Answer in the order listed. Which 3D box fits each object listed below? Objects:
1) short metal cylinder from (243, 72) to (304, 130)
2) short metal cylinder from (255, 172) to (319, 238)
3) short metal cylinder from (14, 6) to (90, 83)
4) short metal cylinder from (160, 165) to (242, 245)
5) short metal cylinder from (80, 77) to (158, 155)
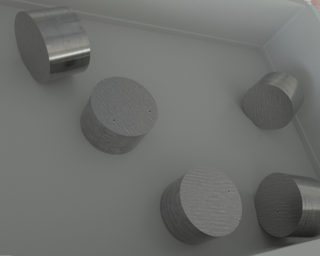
[{"bbox_3d":[0.182,-0.044,0.498,0.080,0.080,0.050,47,51,4],"label":"short metal cylinder"},{"bbox_3d":[0.171,0.101,0.404,0.050,0.080,0.080,11,57,-23],"label":"short metal cylinder"},{"bbox_3d":[-0.126,-0.098,0.363,0.050,0.080,0.080,-27,77,-37],"label":"short metal cylinder"},{"bbox_3d":[0.047,0.090,0.362,0.081,0.050,0.080,14,56,-21],"label":"short metal cylinder"},{"bbox_3d":[-0.050,-0.015,0.373,0.081,0.050,0.080,14,56,-21],"label":"short metal cylinder"}]
